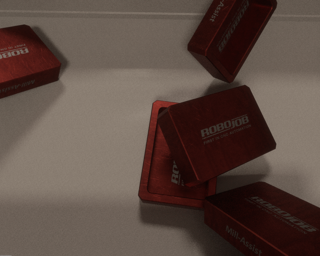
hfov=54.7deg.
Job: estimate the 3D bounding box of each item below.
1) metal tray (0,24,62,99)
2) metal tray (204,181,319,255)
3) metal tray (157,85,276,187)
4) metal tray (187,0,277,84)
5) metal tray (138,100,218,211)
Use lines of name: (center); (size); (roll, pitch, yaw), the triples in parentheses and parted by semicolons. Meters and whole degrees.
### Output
metal tray: (-0.211, -0.085, 0.404); (0.131, 0.030, 0.090); (-30, 72, -40)
metal tray: (0.117, 0.099, 0.310); (0.091, 0.130, 0.030); (-9, 106, -27)
metal tray: (0.071, 0.005, 0.372); (0.131, 0.030, 0.090); (-18, 80, -31)
metal tray: (0.098, -0.135, 0.404); (0.030, 0.090, 0.130); (31, 91, 37)
metal tray: (0.027, 0.034, 0.394); (0.091, 0.030, 0.130); (7, 70, 2)
